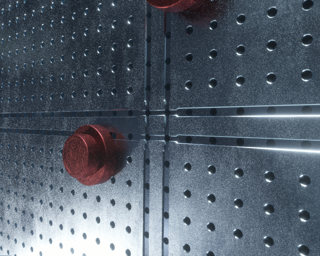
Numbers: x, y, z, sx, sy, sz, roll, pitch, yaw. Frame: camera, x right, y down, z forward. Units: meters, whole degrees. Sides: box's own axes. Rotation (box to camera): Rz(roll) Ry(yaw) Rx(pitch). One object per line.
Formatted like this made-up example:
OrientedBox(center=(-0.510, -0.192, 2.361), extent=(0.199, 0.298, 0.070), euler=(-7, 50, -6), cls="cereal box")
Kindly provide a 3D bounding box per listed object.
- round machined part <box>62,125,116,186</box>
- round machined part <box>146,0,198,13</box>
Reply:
OrientedBox(center=(-0.118, 0.044, 0.493), extent=(0.098, 0.042, 0.097), euler=(0, 90, 39), cls="round machined part")
OrientedBox(center=(0.025, -0.190, 0.376), extent=(0.098, 0.042, 0.097), euler=(0, 90, 39), cls="round machined part")
